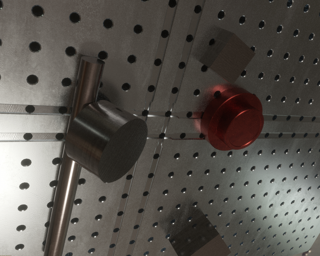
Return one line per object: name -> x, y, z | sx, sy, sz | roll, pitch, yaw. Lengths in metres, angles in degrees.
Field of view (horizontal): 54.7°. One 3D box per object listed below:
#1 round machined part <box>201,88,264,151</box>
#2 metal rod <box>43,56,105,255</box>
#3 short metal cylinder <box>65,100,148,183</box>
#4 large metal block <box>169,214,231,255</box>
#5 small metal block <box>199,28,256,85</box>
round machined part -> 0.114, -0.006, 0.461 | 0.099, 0.042, 0.097 | -14, 124, -21
metal rod -> -0.113, 0.059, 0.386 | 0.025, 0.025, 0.298 | 4, 117, -31
short metal cylinder -> -0.059, 0.015, 0.352 | 0.080, 0.050, 0.080 | -44, 151, -33
large metal block -> 0.075, 0.220, 0.575 | 0.080, 0.050, 0.080 | -35, 129, -5
small metal block -> 0.088, -0.092, 0.404 | 0.050, 0.025, 0.050 | 26, 104, -38
